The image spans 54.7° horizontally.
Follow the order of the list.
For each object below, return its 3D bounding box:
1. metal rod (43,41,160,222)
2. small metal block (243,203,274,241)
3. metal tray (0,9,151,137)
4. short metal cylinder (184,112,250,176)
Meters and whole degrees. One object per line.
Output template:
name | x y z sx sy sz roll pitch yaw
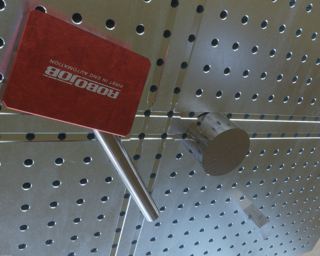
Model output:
metal rod | -0.058 0.028 0.396 0.025 0.025 0.299 -30 129 -9
small metal block | 0.196 0.187 0.617 0.025 0.050 0.050 -34 129 -6
metal tray | -0.080 -0.049 0.315 0.131 0.030 0.090 16 91 -35
short metal cylinder | 0.083 0.023 0.455 0.081 0.050 0.079 -14 124 -21
